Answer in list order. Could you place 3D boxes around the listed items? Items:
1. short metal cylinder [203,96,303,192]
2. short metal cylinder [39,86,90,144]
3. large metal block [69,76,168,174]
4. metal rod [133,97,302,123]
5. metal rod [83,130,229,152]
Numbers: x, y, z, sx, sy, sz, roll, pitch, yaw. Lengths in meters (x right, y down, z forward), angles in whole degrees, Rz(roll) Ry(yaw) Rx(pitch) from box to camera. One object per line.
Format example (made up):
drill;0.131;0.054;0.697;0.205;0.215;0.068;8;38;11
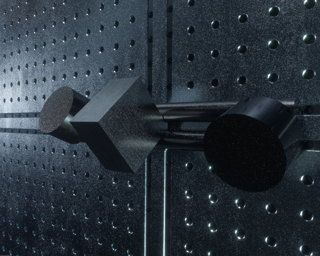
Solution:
short metal cylinder;0.090;0.015;0.301;0.080;0.050;0.079;19;124;32
short metal cylinder;-0.146;-0.020;0.495;0.080;0.050;0.080;-19;56;31
large metal block;-0.045;-0.004;0.372;0.050;0.080;0.080;1;133;40
metal rod;0.017;-0.020;0.394;0.300;0.025;0.025;1;91;40
metal rod;-0.040;0.014;0.441;0.300;0.025;0.025;1;91;40
